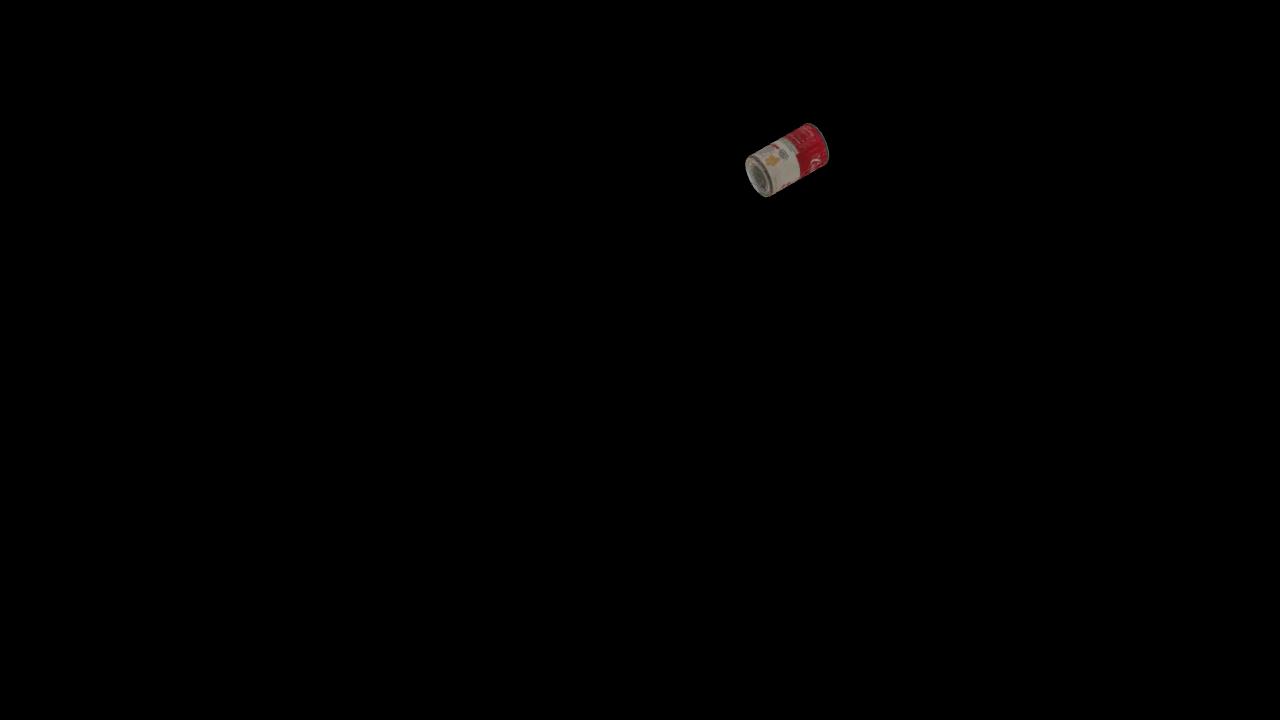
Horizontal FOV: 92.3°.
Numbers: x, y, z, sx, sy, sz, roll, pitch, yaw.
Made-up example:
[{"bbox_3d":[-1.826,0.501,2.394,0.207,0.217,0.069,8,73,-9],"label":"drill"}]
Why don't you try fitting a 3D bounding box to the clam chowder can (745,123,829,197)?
[{"bbox_3d":[0.214,-0.292,0.902,0.102,0.068,0.068,-30,3,-5],"label":"clam chowder can"}]
